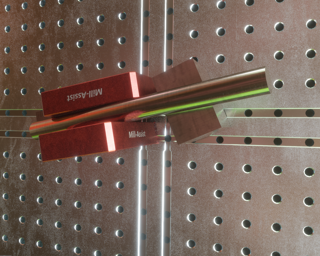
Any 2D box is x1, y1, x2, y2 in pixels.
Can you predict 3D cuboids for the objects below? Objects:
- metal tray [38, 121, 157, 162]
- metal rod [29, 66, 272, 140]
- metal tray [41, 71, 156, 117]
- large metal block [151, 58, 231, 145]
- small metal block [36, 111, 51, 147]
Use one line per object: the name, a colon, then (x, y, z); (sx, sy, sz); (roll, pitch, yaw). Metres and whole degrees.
metal tray: (-0.069, 0.015, 0.380); (0.090, 0.130, 0.030); (-10, 87, 19)
metal rod: (-0.034, -0.019, 0.343); (0.300, 0.025, 0.025); (-10, 87, 28)
metal tray: (-0.072, -0.039, 0.401); (0.130, 0.090, 0.030); (-9, 88, 19)
large metal block: (0.040, -0.028, 0.367); (0.050, 0.080, 0.080); (-24, 82, 18)
small metal block: (-0.150, 0.000, 0.450); (0.025, 0.050, 0.050); (-9, 87, 19)
